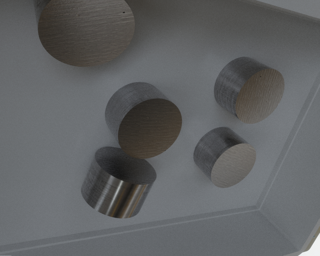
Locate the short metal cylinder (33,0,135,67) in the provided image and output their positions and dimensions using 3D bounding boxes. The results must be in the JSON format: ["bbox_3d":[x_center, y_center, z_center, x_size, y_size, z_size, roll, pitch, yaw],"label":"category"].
[{"bbox_3d":[-0.068,-0.101,0.276,0.081,0.050,0.080,-15,147,-10],"label":"short metal cylinder"}]

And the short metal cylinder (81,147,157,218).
[{"bbox_3d":[-0.051,0.066,0.387,0.081,0.080,0.050,12,112,-34],"label":"short metal cylinder"}]

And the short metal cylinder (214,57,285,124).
[{"bbox_3d":[0.123,-0.052,0.430,0.081,0.050,0.079,-14,125,-21],"label":"short metal cylinder"}]

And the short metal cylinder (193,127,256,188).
[{"bbox_3d":[0.099,0.045,0.477,0.081,0.050,0.079,-14,125,-21],"label":"short metal cylinder"}]

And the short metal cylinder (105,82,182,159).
[{"bbox_3d":[-0.021,-0.010,0.377,0.081,0.050,0.079,-14,125,-21],"label":"short metal cylinder"}]
